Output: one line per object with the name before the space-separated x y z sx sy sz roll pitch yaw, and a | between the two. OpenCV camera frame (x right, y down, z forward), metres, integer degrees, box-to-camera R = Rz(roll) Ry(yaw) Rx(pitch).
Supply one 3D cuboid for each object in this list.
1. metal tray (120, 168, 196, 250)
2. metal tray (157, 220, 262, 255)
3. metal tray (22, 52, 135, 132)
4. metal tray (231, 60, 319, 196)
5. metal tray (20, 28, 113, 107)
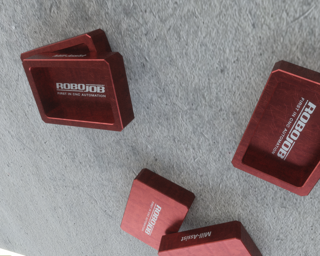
metal tray | -0.008 0.134 0.491 0.090 0.030 0.129 26 128 11
metal tray | 0.074 0.188 0.458 0.130 0.030 0.090 -21 117 26
metal tray | -0.102 -0.047 0.388 0.130 0.030 0.089 6 121 25
metal tray | 0.141 0.004 0.331 0.090 0.030 0.129 23 127 13
metal tray | -0.119 -0.073 0.420 0.130 0.030 0.090 -5 116 30
